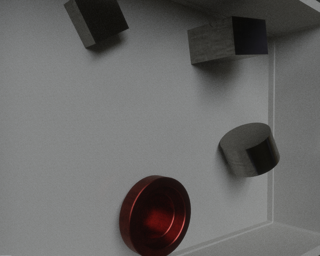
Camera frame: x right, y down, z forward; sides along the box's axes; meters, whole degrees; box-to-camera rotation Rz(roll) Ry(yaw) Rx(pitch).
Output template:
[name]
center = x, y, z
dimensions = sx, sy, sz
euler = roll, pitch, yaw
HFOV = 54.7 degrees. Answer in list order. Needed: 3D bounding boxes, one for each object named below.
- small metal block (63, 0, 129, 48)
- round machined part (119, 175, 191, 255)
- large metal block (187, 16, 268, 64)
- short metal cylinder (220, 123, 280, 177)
[small metal block]
center = -0.070, -0.125, 0.349
dimensions = 0.050, 0.025, 0.050
euler = -38, 114, -34
[round machined part]
center = -0.010, 0.108, 0.389
dimensions = 0.099, 0.042, 0.097
euler = 0, 90, -40
[large metal block]
center = 0.100, -0.127, 0.457
dimensions = 0.081, 0.080, 0.050
euler = -12, 98, -40
[short metal cylinder]
center = 0.143, 0.034, 0.494
dimensions = 0.080, 0.080, 0.050
euler = -40, 115, -33
